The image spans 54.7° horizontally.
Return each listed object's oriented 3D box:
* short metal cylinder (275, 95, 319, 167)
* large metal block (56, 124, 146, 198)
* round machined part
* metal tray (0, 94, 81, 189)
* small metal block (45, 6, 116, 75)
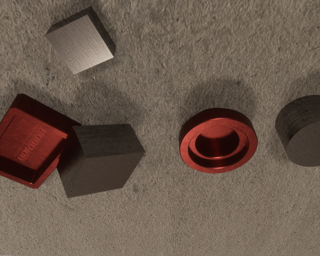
[{"bbox_3d":[0.196,0.004,0.398,0.081,0.050,0.079,0,130,0],"label":"short metal cylinder"},{"bbox_3d":[-0.078,0.041,0.403,0.081,0.050,0.079,-3,138,-39],"label":"large metal block"},{"bbox_3d":[0.074,0.012,0.408,0.099,0.042,0.097,-1,130,0],"label":"round machined part"},{"bbox_3d":[-0.178,0.024,0.421,0.090,0.030,0.129,31,123,-24],"label":"metal tray"},{"bbox_3d":[-0.082,-0.092,0.328,0.050,0.025,0.050,-20,128,15],"label":"small metal block"}]
